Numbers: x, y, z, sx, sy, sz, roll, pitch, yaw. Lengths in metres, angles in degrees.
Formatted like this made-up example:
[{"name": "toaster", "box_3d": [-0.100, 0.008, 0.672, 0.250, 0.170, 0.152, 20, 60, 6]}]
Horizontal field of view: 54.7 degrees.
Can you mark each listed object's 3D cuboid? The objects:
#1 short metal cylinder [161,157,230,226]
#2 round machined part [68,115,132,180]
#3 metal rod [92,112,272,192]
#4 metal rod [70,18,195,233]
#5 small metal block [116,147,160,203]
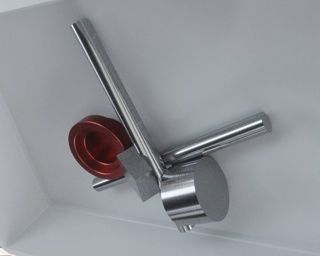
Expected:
[{"name": "short metal cylinder", "box_3d": [0.046, 0.082, 0.396, 0.050, 0.080, 0.080, -21, 107, 36]}, {"name": "round machined part", "box_3d": [-0.080, 0.024, 0.451, 0.098, 0.042, 0.097, 13, 124, 20]}, {"name": "metal rod", "box_3d": [0.007, 0.044, 0.429, 0.299, 0.025, 0.025, -25, 105, 36]}, {"name": "metal rod", "box_3d": [-0.030, 0.003, 0.400, 0.025, 0.025, 0.299, -21, 101, 35]}, {"name": "small metal block", "box_3d": [-0.029, 0.060, 0.405, 0.050, 0.025, 0.050, 44, 157, 41]}]
